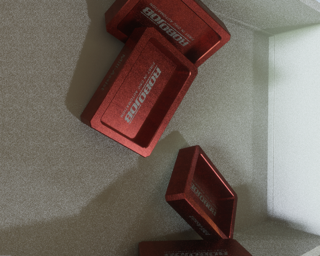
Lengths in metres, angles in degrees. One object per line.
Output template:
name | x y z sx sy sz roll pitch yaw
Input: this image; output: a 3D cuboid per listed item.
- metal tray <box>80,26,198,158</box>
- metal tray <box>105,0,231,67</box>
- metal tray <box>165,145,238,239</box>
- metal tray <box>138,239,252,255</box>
metal tray | -0.021 -0.041 0.367 0.090 0.030 0.130 34 83 -35
metal tray | 0.011 -0.122 0.375 0.131 0.090 0.030 28 35 -37
metal tray | 0.065 0.099 0.441 0.130 0.030 0.090 51 40 -28
metal tray | 0.042 0.163 0.366 0.131 0.090 0.030 1 90 -8
